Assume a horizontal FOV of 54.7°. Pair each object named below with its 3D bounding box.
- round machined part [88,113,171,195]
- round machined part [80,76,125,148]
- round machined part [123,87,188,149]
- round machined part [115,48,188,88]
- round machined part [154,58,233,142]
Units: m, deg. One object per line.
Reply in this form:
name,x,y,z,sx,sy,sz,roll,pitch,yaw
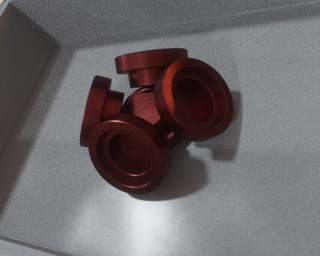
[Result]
round machined part,-0.032,0.027,0.367,0.098,0.097,0.042,-1,25,27
round machined part,-0.075,-0.019,0.418,0.042,0.098,0.098,12,62,-8
round machined part,-0.012,-0.017,0.408,0.098,0.042,0.098,-13,56,20
round machined part,-0.010,-0.079,0.420,0.098,0.098,0.042,-3,98,26
round machined part,0.036,-0.030,0.369,0.042,0.099,0.098,-33,40,55
